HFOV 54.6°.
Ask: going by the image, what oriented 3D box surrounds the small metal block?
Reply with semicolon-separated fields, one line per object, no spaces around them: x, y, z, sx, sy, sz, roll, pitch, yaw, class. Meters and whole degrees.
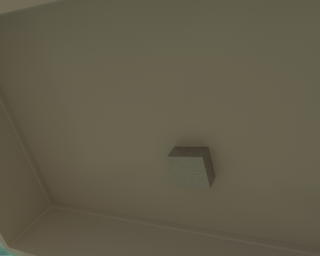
0.043;0.053;0.419;0.050;0.025;0.050;-2;118;29;small metal block
